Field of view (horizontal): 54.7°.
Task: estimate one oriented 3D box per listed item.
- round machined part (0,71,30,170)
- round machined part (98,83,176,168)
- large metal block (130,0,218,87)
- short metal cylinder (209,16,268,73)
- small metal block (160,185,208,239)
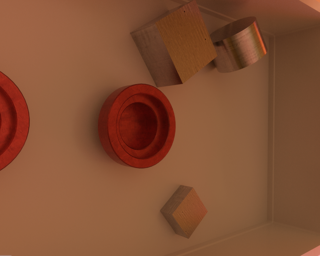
[{"bbox_3d":[-0.166,-0.006,0.257,0.099,0.042,0.097,0,90,-40],"label":"round machined part"},{"bbox_3d":[-0.031,-0.003,0.371,0.099,0.042,0.097,0,90,-40],"label":"round machined part"},{"bbox_3d":[0.021,-0.110,0.409,0.080,0.050,0.080,-42,116,-32],"label":"large metal block"},{"bbox_3d":[0.115,-0.126,0.469,0.080,0.080,0.050,-45,117,-31],"label":"short metal cylinder"},{"bbox_3d":[0.035,0.118,0.438,0.050,0.025,0.050,-46,118,-31],"label":"small metal block"}]
